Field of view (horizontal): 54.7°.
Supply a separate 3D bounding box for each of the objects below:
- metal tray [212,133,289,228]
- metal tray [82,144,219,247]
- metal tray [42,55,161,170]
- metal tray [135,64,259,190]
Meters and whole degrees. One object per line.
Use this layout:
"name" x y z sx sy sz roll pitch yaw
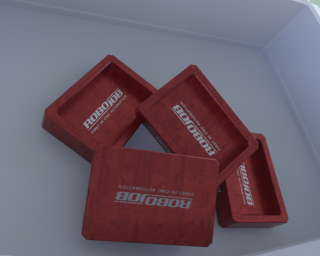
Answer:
"metal tray" 0.114 0.067 0.422 0.091 0.030 0.130 8 58 -24
"metal tray" -0.008 0.070 0.320 0.131 0.030 0.090 9 81 -13
"metal tray" -0.065 -0.024 0.381 0.090 0.030 0.130 38 51 -3
"metal tray" 0.045 0.001 0.373 0.090 0.030 0.130 -40 94 -15
